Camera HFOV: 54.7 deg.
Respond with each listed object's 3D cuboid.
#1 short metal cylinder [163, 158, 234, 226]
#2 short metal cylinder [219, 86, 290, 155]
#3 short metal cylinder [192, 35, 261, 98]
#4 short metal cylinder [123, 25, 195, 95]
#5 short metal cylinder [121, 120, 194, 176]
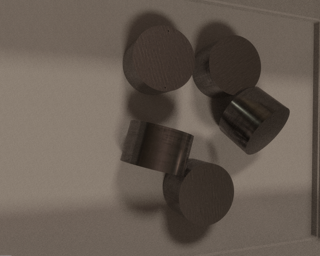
[{"bbox_3d":[0.051,0.084,0.416,0.081,0.050,0.079,-1,92,-22],"label":"short metal cylinder"},{"bbox_3d":[0.129,-0.010,0.424,0.081,0.050,0.080,-28,145,-22],"label":"short metal cylinder"},{"bbox_3d":[0.092,-0.083,0.433,0.081,0.050,0.079,0,90,-20],"label":"short metal cylinder"},{"bbox_3d":[-0.003,-0.084,0.397,0.081,0.050,0.079,0,90,-21],"label":"short metal cylinder"},{"bbox_3d":[-0.003,0.025,0.381,0.081,0.080,0.050,16,85,-20],"label":"short metal cylinder"}]
